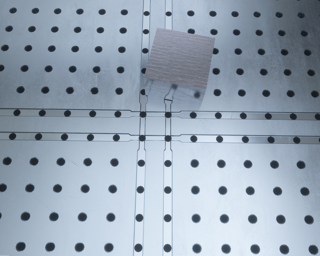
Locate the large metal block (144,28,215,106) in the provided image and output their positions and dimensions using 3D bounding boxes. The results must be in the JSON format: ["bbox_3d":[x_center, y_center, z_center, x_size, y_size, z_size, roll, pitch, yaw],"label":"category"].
[{"bbox_3d":[0.027,-0.084,0.430,0.080,0.050,0.080,11,70,4],"label":"large metal block"}]
